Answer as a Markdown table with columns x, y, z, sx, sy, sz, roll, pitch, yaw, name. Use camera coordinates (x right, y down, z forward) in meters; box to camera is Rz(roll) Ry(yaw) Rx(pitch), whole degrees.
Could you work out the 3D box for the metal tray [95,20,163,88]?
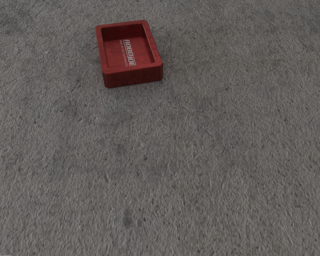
| x | y | z | sx | sy | sz | roll | pitch | yaw | name |
| --- | --- | --- | --- | --- | --- | --- | --- | --- | --- |
| -0.053 | -0.124 | 0.503 | 0.091 | 0.030 | 0.130 | -10 | 51 | -8 | metal tray |
